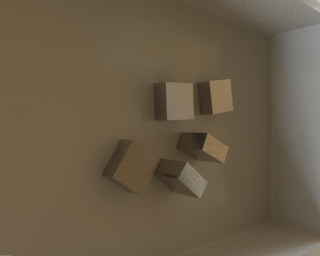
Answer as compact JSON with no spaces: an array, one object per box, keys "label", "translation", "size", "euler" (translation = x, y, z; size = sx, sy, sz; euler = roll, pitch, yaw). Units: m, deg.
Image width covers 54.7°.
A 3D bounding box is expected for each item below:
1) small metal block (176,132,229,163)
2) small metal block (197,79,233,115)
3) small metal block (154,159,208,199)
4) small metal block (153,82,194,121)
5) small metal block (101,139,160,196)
[{"label":"small metal block","translation":[0.061,0.028,0.444],"size":[0.050,0.050,0.025],"euler":[31,71,-36]},{"label":"small metal block","translation":[0.086,-0.049,0.482],"size":[0.050,0.025,0.050],"euler":[-12,98,-40]},{"label":"small metal block","translation":[0.027,0.067,0.415],"size":[0.050,0.050,0.025],"euler":[45,63,-31]},{"label":"small metal block","translation":[0.019,-0.036,0.425],"size":[0.050,0.025,0.050],"euler":[-4,93,-40]},{"label":"small metal block","translation":[-0.035,0.048,0.379],"size":[0.050,0.025,0.050],"euler":[41,65,-33]}]
